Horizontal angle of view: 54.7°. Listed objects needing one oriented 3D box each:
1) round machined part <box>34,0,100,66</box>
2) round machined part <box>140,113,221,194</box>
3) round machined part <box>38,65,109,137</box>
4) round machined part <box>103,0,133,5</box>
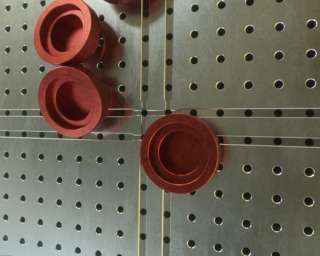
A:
[{"bbox_3d":[-0.127,-0.132,0.442,0.098,0.042,0.097,-3,80,22],"label":"round machined part"},{"bbox_3d":[0.028,0.031,0.393,0.098,0.042,0.097,0,90,19],"label":"round machined part"},{"bbox_3d":[-0.116,-0.039,0.435,0.098,0.042,0.097,5,107,17],"label":"round machined part"},{"bbox_3d":[-0.051,-0.216,0.421,0.098,0.042,0.097,0,90,19],"label":"round machined part"}]
